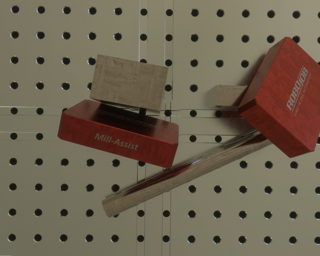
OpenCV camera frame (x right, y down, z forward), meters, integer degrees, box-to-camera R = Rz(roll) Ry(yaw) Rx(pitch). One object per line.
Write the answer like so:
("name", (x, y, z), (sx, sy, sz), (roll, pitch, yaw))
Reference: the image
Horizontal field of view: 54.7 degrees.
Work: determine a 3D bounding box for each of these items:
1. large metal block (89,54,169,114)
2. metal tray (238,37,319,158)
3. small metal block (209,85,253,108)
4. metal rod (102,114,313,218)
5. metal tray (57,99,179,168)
("large metal block", (-0.035, -0.051, 0.385), (0.080, 0.080, 0.050), (11, 90, -1))
("metal tray", (0.157, -0.040, 0.375), (0.090, 0.030, 0.130), (40, 58, -8))
("small metal block", (0.093, -0.039, 0.402), (0.050, 0.050, 0.025), (2, 90, 0))
("metal rod", (0.066, 0.046, 0.414), (0.301, 0.025, 0.025), (-24, 90, -1))
("metal tray", (-0.044, 0.003, 0.378), (0.131, 0.090, 0.030), (15, 105, -1))
